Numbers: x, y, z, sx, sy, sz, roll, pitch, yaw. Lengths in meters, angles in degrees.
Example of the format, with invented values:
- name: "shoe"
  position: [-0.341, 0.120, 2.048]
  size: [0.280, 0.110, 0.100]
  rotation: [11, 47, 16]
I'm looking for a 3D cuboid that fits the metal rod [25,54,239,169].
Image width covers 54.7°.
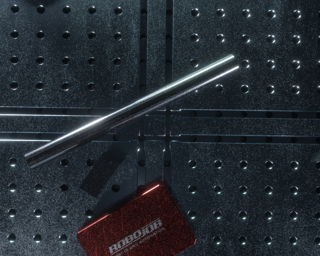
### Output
- name: "metal rod"
  position: [-0.036, -0.022, 0.412]
  size: [0.301, 0.025, 0.025]
  rotation: [-26, 90, -1]

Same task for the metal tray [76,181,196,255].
- name: "metal tray"
  position: [-0.030, 0.141, 0.411]
  size: [0.130, 0.030, 0.090]
  rotation: [-31, 90, -1]

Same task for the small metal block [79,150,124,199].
- name: "small metal block"
  position: [-0.074, 0.058, 0.400]
  size: [0.025, 0.050, 0.050]
  rotation: [34, 90, 0]
